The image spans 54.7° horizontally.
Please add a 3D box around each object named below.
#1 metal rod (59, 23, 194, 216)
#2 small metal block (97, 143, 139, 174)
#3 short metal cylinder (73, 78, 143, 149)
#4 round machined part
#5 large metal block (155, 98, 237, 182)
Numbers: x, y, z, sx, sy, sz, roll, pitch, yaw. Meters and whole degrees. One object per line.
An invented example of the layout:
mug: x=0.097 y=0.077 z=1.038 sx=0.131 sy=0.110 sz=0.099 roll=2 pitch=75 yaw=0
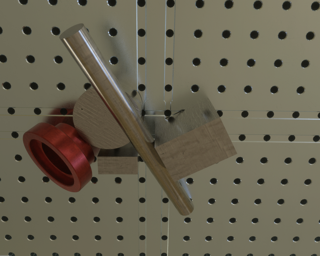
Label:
metal rod: x=-0.020 y=0.016 z=0.368 sx=0.025 sy=0.025 sz=0.299 roll=-24 pitch=128 yaw=8
small metal block: x=-0.053 y=0.039 z=0.414 sx=0.050 sy=0.050 sz=0.025 roll=0 pitch=110 yaw=-1
short metal cylinder: x=-0.063 y=-0.020 z=0.392 sx=0.081 sy=0.050 sz=0.079 roll=0 pitch=110 yaw=-1
round machined part: x=-0.124 y=0.032 z=0.397 sx=0.098 sy=0.042 sz=0.097 roll=24 pitch=139 yaw=24
large metal block: x=0.041 y=0.012 z=0.389 sx=0.080 sy=0.080 sz=0.050 roll=-26 pitch=108 yaw=9
